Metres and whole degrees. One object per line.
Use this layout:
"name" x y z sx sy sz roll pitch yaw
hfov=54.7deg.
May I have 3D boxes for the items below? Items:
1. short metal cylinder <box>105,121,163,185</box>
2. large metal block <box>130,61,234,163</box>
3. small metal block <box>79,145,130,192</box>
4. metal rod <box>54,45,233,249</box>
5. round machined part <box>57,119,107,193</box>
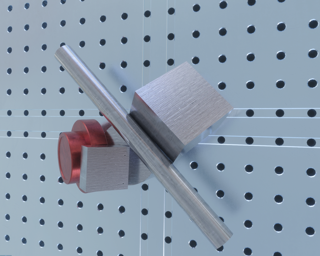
"short metal cylinder" -0.032 0.031 0.406 0.080 0.050 0.079 0 90 20
"large metal block" 0.023 -0.020 0.364 0.080 0.050 0.080 -35 75 -28
"small metal block" -0.065 0.046 0.363 0.025 0.050 0.050 5 93 60
"metal rod" -0.028 0.012 0.365 0.025 0.025 0.300 -45 76 14
"round machined part" -0.106 0.038 0.409 0.098 0.042 0.097 10 102 57
